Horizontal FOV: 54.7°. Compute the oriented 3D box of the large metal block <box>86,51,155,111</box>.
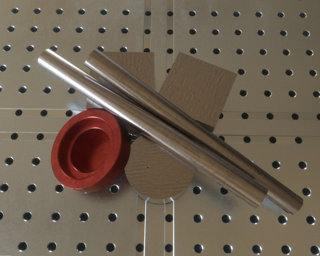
[{"bbox_3d":[-0.048,-0.053,0.410,0.081,0.050,0.080,1,70,0],"label":"large metal block"}]

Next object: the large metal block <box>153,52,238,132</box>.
[{"bbox_3d":[0.045,-0.042,0.409,0.080,0.050,0.080,23,72,8],"label":"large metal block"}]

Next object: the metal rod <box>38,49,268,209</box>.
[{"bbox_3d":[-0.016,-0.005,0.355,0.301,0.025,0.025,33,73,10],"label":"metal rod"}]

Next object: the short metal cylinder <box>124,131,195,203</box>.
[{"bbox_3d":[0.000,0.049,0.376,0.081,0.050,0.080,0,70,0],"label":"short metal cylinder"}]

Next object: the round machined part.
[{"bbox_3d":[-0.079,0.030,0.375,0.098,0.042,0.098,-10,65,21],"label":"round machined part"}]

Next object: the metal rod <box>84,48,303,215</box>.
[{"bbox_3d":[0.042,0.006,0.366,0.301,0.025,0.025,36,73,-3],"label":"metal rod"}]
